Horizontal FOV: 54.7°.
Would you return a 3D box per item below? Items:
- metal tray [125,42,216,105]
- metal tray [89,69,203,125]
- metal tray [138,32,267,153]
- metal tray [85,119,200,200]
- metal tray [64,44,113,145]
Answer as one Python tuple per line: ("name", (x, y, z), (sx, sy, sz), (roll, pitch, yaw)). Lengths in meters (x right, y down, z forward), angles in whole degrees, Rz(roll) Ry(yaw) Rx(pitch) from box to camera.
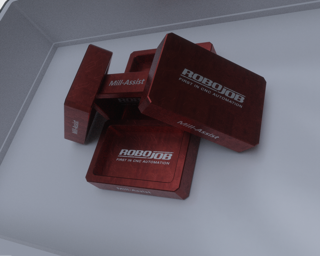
("metal tray", (0.010, -0.071, 0.439), (0.130, 0.030, 0.090), (0, 62, 27))
("metal tray", (-0.020, -0.032, 0.392), (0.130, 0.090, 0.030), (1, 62, 28))
("metal tray", (0.051, -0.037, 0.341), (0.030, 0.131, 0.090), (-40, 31, 61))
("metal tray", (-0.022, 0.035, 0.388), (0.130, 0.030, 0.090), (1, 62, 28))
("metal tray", (-0.100, -0.040, 0.422), (0.030, 0.129, 0.090), (19, 65, -9))
